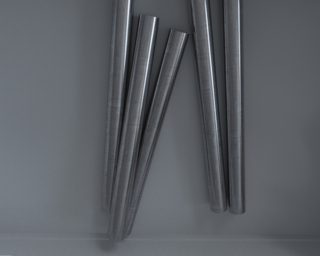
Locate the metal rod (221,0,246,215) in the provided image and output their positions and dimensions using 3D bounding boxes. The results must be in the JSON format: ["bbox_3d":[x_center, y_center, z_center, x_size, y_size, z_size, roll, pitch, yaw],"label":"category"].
[{"bbox_3d":[0.098,-0.018,0.405,0.025,0.025,0.298,-6,110,2],"label":"metal rod"}]

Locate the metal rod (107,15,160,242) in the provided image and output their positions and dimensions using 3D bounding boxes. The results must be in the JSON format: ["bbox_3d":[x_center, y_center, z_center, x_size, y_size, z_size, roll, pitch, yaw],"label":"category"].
[{"bbox_3d":[-0.037,0.011,0.400,0.025,0.025,0.298,9,105,-4],"label":"metal rod"}]

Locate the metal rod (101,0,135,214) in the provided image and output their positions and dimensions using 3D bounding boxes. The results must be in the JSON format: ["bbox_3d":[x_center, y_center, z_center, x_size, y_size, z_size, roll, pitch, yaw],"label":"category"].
[{"bbox_3d":[-0.057,-0.021,0.402,0.025,0.025,0.298,6,110,-3],"label":"metal rod"}]

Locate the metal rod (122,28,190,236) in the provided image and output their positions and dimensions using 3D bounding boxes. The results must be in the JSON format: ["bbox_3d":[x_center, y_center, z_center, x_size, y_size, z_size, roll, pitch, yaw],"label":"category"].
[{"bbox_3d":[-0.016,0.020,0.418,0.025,0.025,0.298,14,109,-6],"label":"metal rod"}]

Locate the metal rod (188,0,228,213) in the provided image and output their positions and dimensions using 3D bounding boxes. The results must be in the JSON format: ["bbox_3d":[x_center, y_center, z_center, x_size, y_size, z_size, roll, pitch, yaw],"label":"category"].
[{"bbox_3d":[0.065,-0.021,0.404,0.025,0.025,0.298,-8,110,2],"label":"metal rod"}]
